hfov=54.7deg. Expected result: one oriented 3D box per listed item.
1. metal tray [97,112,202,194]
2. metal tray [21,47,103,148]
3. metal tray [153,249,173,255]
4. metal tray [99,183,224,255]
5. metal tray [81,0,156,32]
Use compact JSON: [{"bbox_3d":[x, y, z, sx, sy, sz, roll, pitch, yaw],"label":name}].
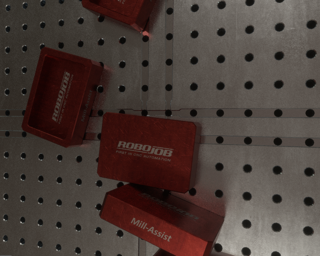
[{"bbox_3d":[-0.016,0.030,0.415,0.130,0.030,0.089,7,92,19],"label":"metal tray"},{"bbox_3d":[-0.146,-0.045,0.459,0.090,0.030,0.129,19,96,18],"label":"metal tray"},{"bbox_3d":[0.047,0.218,0.393,0.130,0.030,0.089,11,94,19],"label":"metal tray"},{"bbox_3d":[0.005,0.108,0.375,0.130,0.090,0.030,20,97,18],"label":"metal tray"},{"bbox_3d":[-0.042,-0.210,0.423,0.090,0.030,0.129,27,98,17],"label":"metal tray"}]
